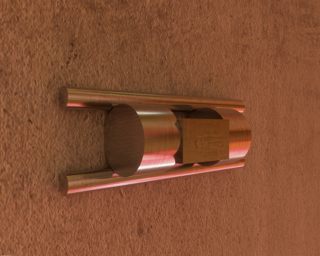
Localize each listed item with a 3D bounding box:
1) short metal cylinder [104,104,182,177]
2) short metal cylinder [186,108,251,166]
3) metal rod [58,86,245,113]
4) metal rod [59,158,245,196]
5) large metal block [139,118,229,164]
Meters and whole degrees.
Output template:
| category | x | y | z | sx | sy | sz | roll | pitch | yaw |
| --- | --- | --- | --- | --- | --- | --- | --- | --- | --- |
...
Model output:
| category | x | y | z | sx | sy | sz | roll | pitch | yaw |
| --- | --- | --- | --- | --- | --- | --- | --- | --- | --- |
| short metal cylinder | -0.022 | 0.013 | 0.352 | 0.050 | 0.080 | 0.079 | -1 | 91 | -40 |
| short metal cylinder | 0.080 | 0.012 | 0.436 | 0.050 | 0.080 | 0.079 | -1 | 91 | -40 |
| metal rod | 0.015 | -0.033 | 0.419 | 0.302 | 0.025 | 0.025 | -1 | 91 | -40 |
| metal rod | 0.015 | 0.057 | 0.419 | 0.302 | 0.025 | 0.025 | -1 | 91 | -40 |
| large metal block | 0.030 | 0.014 | 0.392 | 0.081 | 0.080 | 0.050 | 0 | 90 | -40 |
